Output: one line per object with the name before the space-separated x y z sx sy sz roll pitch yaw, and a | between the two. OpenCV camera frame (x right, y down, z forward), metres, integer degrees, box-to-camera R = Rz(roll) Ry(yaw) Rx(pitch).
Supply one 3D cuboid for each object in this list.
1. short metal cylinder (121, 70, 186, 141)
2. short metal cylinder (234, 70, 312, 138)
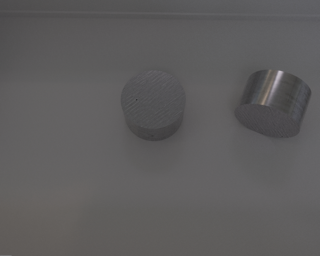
short metal cylinder | -0.008 -0.028 0.406 0.081 0.050 0.080 0 70 0
short metal cylinder | 0.142 -0.029 0.392 0.080 0.080 0.050 24 72 8
